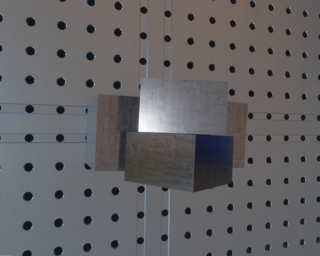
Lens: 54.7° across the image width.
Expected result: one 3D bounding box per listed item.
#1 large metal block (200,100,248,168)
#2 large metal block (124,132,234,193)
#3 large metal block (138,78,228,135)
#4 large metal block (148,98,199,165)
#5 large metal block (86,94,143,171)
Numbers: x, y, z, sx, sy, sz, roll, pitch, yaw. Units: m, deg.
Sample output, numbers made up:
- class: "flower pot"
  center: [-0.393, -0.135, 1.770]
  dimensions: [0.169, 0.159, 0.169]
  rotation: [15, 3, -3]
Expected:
- class: "large metal block"
  center: [0.069, 0.008, 0.410]
  dimensions: [0.050, 0.080, 0.080]
  rotation: [4, 89, -20]
- class: "large metal block"
  center: [0.021, 0.031, 0.321]
  dimensions: [0.080, 0.080, 0.050]
  rotation: [4, 88, -53]
- class: "large metal block"
  center: [0.023, -0.019, 0.325]
  dimensions: [0.080, 0.080, 0.050]
  rotation: [2, 89, 2]
- class: "large metal block"
  center: [0.003, 0.005, 0.399]
  dimensions: [0.081, 0.050, 0.079]
  rotation: [3, 89, -20]
- class: "large metal block"
  center: [-0.056, 0.005, 0.364]
  dimensions: [0.050, 0.080, 0.079]
  rotation: [2, 90, -20]
